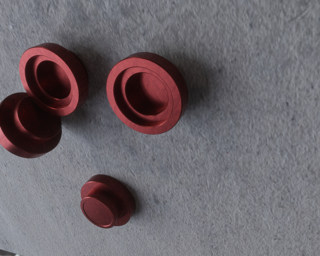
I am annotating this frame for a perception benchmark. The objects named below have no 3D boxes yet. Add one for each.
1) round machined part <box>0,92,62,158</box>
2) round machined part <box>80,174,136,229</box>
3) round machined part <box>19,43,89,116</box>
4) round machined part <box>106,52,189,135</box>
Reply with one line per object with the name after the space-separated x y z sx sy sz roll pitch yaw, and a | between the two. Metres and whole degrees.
-0.184 -0.009 0.449 0.042 0.098 0.098 -27 104 32 | round machined part
-0.094 0.130 0.524 0.098 0.042 0.097 13 124 20 | round machined part
-0.138 -0.069 0.424 0.098 0.042 0.097 13 124 20 | round machined part
-0.012 -0.044 0.374 0.098 0.042 0.097 13 124 20 | round machined part
